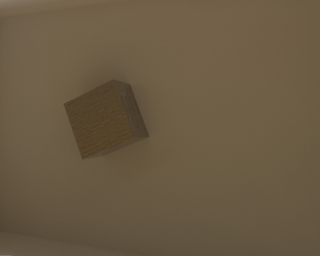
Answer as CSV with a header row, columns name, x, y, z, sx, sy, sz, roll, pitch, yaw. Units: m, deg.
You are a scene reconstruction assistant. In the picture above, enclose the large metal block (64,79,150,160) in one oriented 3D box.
name,x,y,z,sx,sy,sz,roll,pitch,yaw
large metal block,-0.072,-0.010,0.423,0.080,0.050,0.080,-23,83,18
